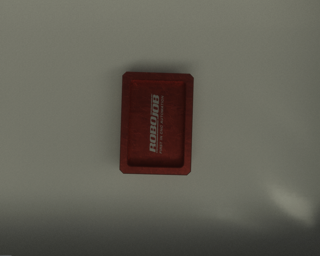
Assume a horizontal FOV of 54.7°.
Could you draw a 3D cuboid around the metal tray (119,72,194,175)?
[{"bbox_3d":[-0.004,-0.006,0.406,0.091,0.030,0.129,2,90,-1],"label":"metal tray"}]
